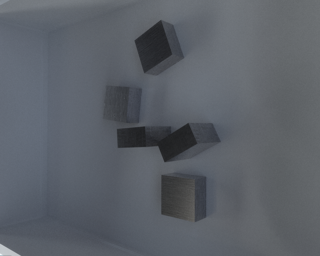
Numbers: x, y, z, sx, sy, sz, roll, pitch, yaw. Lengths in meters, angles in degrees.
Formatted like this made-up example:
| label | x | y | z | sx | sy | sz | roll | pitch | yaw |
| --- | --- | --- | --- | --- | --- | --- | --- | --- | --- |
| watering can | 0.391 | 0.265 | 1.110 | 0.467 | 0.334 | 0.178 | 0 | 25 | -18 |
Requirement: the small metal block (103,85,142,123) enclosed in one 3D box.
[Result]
| label | x | y | z | sx | sy | sz | roll | pitch | yaw |
| --- | --- | --- | --- | --- | --- | --- | --- | --- | --- |
| small metal block | -0.055 | -0.035 | 0.453 | 0.050 | 0.025 | 0.050 | 10 | 96 | 39 |

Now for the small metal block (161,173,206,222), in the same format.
| label | x | y | z | sx | sy | sz | roll | pitch | yaw |
| --- | --- | --- | --- | --- | --- | --- | --- | --- | --- |
| small metal block | 0.029 | 0.084 | 0.383 | 0.050 | 0.025 | 0.050 | 0 | 90 | 40 |

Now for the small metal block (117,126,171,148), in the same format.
| label | x | y | z | sx | sy | sz | roll | pitch | yaw |
| --- | --- | --- | --- | --- | --- | --- | --- | --- | --- |
| small metal block | -0.020 | 0.012 | 0.407 | 0.050 | 0.050 | 0.025 | -5 | 87 | 40 |

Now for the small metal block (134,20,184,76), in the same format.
| label | x | y | z | sx | sy | sz | roll | pitch | yaw |
| --- | --- | --- | --- | --- | --- | --- | --- | --- | --- |
| small metal block | -0.002 | -0.104 | 0.408 | 0.050 | 0.025 | 0.050 | -26 | 74 | 37 |

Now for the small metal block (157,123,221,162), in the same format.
| label | x | y | z | sx | sy | sz | roll | pitch | yaw |
| --- | --- | --- | --- | --- | --- | --- | --- | --- | --- |
| small metal block | 0.034 | 0.017 | 0.362 | 0.050 | 0.050 | 0.025 | -34 | 69 | 35 |
